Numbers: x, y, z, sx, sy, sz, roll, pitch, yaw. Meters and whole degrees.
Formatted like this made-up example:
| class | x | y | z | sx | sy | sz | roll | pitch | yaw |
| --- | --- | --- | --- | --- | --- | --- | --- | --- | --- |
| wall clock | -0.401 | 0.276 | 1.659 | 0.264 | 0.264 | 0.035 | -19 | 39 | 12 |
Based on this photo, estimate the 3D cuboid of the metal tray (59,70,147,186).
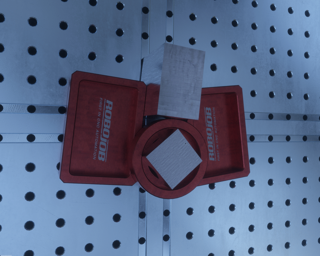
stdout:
| class | x | y | z | sx | sy | sz | roll | pitch | yaw |
| --- | --- | --- | --- | --- | --- | --- | --- | --- | --- |
| metal tray | -0.070 | 0.002 | 0.380 | 0.091 | 0.030 | 0.129 | 7 | 88 | -20 |

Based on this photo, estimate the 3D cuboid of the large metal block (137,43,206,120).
| class | x | y | z | sx | sy | sz | roll | pitch | yaw |
| --- | --- | --- | --- | --- | --- | --- | --- | --- | --- |
| large metal block | 0.011 | -0.052 | 0.383 | 0.050 | 0.080 | 0.080 | 7 | 88 | -20 |

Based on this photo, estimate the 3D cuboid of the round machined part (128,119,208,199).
| class | x | y | z | sx | sy | sz | roll | pitch | yaw |
| --- | --- | --- | --- | --- | --- | --- | --- | --- | --- |
| round machined part | 0.008 | 0.037 | 0.392 | 0.099 | 0.042 | 0.097 | 0 | 90 | -20 |

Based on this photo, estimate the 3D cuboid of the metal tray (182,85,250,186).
| class | x | y | z | sx | sy | sz | roll | pitch | yaw |
| --- | --- | --- | --- | --- | --- | --- | --- | --- | --- |
| metal tray | 0.074 | 0.009 | 0.433 | 0.091 | 0.030 | 0.129 | -7 | 93 | -20 |

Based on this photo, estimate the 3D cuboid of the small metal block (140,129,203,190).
| class | x | y | z | sx | sy | sz | roll | pitch | yaw |
| --- | --- | --- | --- | --- | --- | --- | --- | --- | --- |
| small metal block | 0.013 | 0.036 | 0.369 | 0.050 | 0.025 | 0.050 | -41 | 103 | -15 |
